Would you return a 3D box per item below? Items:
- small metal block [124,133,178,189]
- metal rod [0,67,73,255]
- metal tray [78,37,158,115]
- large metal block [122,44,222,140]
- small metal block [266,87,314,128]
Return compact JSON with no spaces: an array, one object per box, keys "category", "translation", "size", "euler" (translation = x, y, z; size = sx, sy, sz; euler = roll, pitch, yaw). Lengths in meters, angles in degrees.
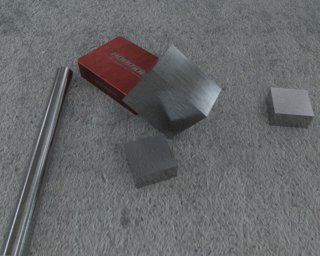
[{"category":"small metal block","translation":[-0.011,0.039,0.371],"size":[0.050,0.025,0.050],"euler":[-15,52,-13]},{"category":"metal rod","translation":[-0.142,0.031,0.375],"size":[0.025,0.025,0.300],"euler":[0,50,-1]},{"category":"metal tray","translation":[-0.049,-0.084,0.470],"size":[0.130,0.030,0.090],"euler":[35,58,25]},{"category":"large metal block","translation":[0.013,-0.041,0.382],"size":[0.080,0.080,0.050],"euler":[40,54,-11]},{"category":"small metal block","translation":[0.178,-0.028,0.430],"size":[0.050,0.025,0.050],"euler":[5,50,3]}]
